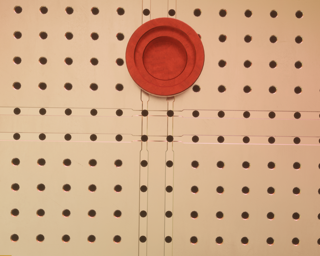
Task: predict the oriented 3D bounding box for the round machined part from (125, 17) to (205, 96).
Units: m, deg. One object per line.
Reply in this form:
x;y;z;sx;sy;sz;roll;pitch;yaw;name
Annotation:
0.006;-0.089;0.405;0.099;0.042;0.097;0;90;0;round machined part
